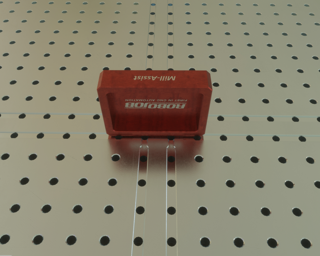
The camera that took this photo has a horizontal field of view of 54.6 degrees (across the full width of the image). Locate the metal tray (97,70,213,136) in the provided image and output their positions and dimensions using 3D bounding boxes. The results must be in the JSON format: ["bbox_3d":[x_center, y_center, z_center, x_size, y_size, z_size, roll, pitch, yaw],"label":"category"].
[{"bbox_3d":[-0.006,-0.029,0.389,0.131,0.090,0.030,0,50,0],"label":"metal tray"}]
